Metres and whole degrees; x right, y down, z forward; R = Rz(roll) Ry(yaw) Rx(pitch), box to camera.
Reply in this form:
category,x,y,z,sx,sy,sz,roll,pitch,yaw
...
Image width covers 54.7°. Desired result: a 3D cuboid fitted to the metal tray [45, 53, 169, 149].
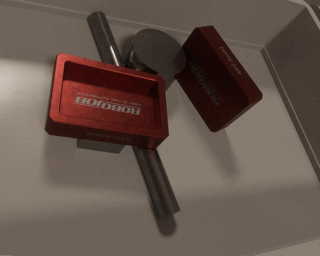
category,x,y,z,sx,sy,sz,roll,pitch,yaw
metal tray,-0.057,-0.029,0.357,0.131,0.030,0.090,9,58,-23

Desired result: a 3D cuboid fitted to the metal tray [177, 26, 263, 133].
category,x,y,z,sx,sy,sz,roll,pitch,yaw
metal tray,0.075,-0.070,0.448,0.030,0.090,0.130,-22,74,-36

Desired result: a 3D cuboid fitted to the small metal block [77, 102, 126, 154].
category,x,y,z,sx,sy,sz,roll,pitch,yaw
small metal block,-0.069,0.000,0.370,0.050,0.025,0.050,11,57,-23

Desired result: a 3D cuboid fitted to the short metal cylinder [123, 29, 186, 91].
category,x,y,z,sx,sy,sz,roll,pitch,yaw
short metal cylinder,-0.010,-0.094,0.443,0.081,0.050,0.080,14,56,-21

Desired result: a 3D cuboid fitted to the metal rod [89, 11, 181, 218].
category,x,y,z,sx,sy,sz,roll,pitch,yaw
metal rod,-0.040,-0.032,0.404,0.025,0.025,0.299,-9,66,-32
